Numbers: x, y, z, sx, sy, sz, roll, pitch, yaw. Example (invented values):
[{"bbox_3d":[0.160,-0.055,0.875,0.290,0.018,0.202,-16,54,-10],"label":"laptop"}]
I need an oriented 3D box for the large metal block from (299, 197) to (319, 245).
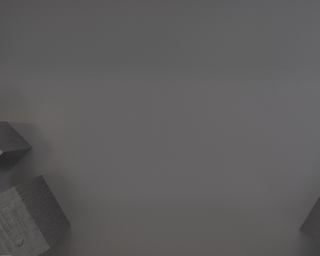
[{"bbox_3d":[0.234,0.119,0.386,0.050,0.080,0.080,32,90,0],"label":"large metal block"}]

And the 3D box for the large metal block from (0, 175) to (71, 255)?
[{"bbox_3d":[-0.163,0.111,0.383,0.050,0.080,0.080,-30,90,0],"label":"large metal block"}]

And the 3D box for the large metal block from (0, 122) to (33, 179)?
[{"bbox_3d":[-0.220,0.037,0.382,0.080,0.080,0.050,-45,90,0],"label":"large metal block"}]
